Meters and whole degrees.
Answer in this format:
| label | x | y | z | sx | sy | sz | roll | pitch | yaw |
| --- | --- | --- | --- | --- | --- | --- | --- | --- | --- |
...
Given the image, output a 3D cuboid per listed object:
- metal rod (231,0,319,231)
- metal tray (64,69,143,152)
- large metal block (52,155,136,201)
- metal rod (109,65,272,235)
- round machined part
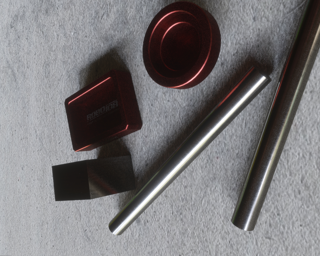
| label | x | y | z | sx | sy | sz | roll | pitch | yaw |
| --- | --- | --- | --- | --- | --- | --- | --- | --- | --- |
| metal rod | 0.126 | -0.038 | 0.300 | 0.025 | 0.025 | 0.298 | 24 | 105 | 37 |
| metal tray | -0.091 | -0.023 | 0.473 | 0.130 | 0.030 | 0.090 | -22 | 76 | 37 |
| large metal block | -0.095 | 0.072 | 0.445 | 0.080 | 0.081 | 0.050 | -13 | 82 | 39 |
| metal rod | 0.020 | 0.045 | 0.386 | 0.298 | 0.025 | 0.025 | -50 | 61 | 28 |
| round machined part | 0.029 | -0.095 | 0.368 | 0.098 | 0.042 | 0.097 | 0 | 90 | 39 |
